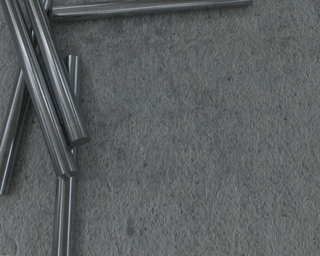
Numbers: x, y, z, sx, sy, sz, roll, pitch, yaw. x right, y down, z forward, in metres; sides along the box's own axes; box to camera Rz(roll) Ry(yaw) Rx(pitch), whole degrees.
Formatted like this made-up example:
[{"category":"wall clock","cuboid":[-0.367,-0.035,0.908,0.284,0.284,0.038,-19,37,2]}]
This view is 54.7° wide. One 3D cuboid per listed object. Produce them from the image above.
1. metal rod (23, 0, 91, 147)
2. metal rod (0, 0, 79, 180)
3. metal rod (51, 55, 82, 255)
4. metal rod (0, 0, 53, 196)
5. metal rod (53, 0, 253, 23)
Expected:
[{"category":"metal rod","cuboid":[-0.153,-0.113,0.420,0.025,0.025,0.299,-21,71,-8]},{"category":"metal rod","cuboid":[-0.166,-0.074,0.406,0.025,0.025,0.299,-22,72,-8]},{"category":"metal rod","cuboid":[-0.116,0.043,0.391,0.025,0.025,0.299,-3,70,-1]},{"category":"metal rod","cuboid":[-0.188,-0.059,0.428,0.025,0.025,0.299,4,70,1]},{"category":"metal rod","cuboid":[-0.009,-0.188,0.476,0.302,0.025,0.025,-6,70,-3]}]
